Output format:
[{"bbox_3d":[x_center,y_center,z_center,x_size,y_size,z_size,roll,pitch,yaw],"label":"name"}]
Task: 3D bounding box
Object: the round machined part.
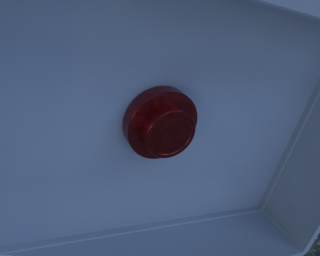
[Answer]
[{"bbox_3d":[0.006,-0.001,0.396,0.099,0.042,0.097,-14,124,-21],"label":"round machined part"}]
